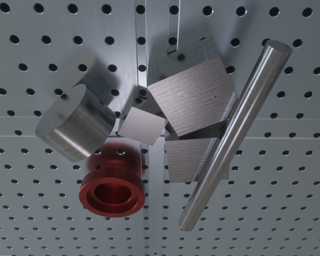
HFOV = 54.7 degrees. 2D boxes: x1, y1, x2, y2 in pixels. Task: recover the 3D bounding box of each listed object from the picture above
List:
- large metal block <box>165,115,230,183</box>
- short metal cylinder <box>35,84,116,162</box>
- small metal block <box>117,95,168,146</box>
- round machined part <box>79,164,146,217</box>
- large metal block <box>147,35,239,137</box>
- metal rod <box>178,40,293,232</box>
[{"bbox_3d":[0.050,0.027,0.419,0.080,0.050,0.080,-4,130,3],"label":"large metal block"},{"bbox_3d":[-0.100,-0.006,0.369,0.080,0.080,0.050,-29,124,22],"label":"short metal cylinder"},{"bbox_3d":[-0.022,-0.009,0.404,0.050,0.025,0.050,20,127,-16],"label":"small metal block"},{"bbox_3d":[-0.071,0.093,0.479,0.099,0.042,0.097,0,130,0],"label":"round machined part"},{"bbox_3d":[0.040,-0.046,0.356,0.080,0.050,0.080,-21,127,17],"label":"large metal block"},{"bbox_3d":[0.075,0.036,0.376,0.025,0.025,0.298,10,130,-9],"label":"metal rod"}]
